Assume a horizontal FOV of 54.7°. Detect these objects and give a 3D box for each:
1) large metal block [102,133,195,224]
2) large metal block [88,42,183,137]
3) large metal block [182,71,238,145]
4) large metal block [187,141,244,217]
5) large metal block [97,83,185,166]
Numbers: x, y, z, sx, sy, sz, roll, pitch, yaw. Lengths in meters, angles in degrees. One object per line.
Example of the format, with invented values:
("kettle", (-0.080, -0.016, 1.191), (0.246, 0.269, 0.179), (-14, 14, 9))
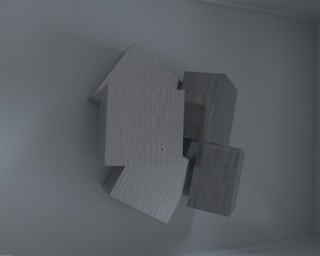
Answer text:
("large metal block", (-0.014, 0.060, 0.389), (0.080, 0.050, 0.080), (31, 80, -18))
("large metal block", (-0.030, -0.045, 0.386), (0.080, 0.050, 0.080), (38, 78, -17))
("large metal block", (0.061, -0.021, 0.397), (0.080, 0.050, 0.080), (19, 81, -65))
("large metal block", (0.076, 0.064, 0.402), (0.050, 0.080, 0.080), (10, 86, 19))
("large metal block", (-0.022, -0.001, 0.334), (0.081, 0.050, 0.080), (3, 88, -19))
